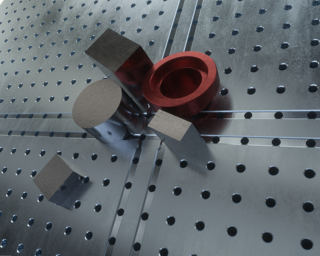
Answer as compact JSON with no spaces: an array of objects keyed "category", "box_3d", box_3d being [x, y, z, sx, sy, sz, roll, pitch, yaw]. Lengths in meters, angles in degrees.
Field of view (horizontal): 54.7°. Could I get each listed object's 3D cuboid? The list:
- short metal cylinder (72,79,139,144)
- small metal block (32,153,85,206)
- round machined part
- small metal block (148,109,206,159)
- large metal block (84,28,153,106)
[{"category":"short metal cylinder","box_3d":[-0.077,-0.023,0.445,0.080,0.050,0.080,-13,57,20]},{"category":"small metal block","box_3d":[-0.144,0.072,0.437,0.050,0.025,0.050,33,80,38]},{"category":"round machined part","box_3d":[0.030,-0.052,0.406,0.098,0.042,0.098,-12,49,14]},{"category":"small metal block","box_3d":[0.021,0.007,0.376,0.050,0.050,0.025,25,76,36]},{"category":"large metal block","box_3d":[-0.050,-0.089,0.452,0.050,0.080,0.080,-48,52,-5]}]
